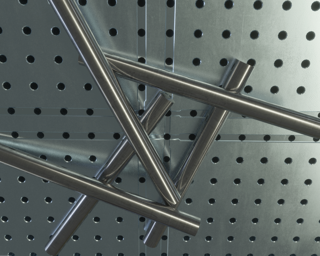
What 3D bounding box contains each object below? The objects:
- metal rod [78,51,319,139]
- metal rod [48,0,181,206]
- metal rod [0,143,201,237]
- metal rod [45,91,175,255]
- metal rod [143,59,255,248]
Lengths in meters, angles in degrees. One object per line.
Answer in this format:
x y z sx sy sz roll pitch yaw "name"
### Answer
0.049 -0.044 0.375 0.302 0.025 0.025 17 109 2 "metal rod"
-0.048 -0.026 0.373 0.025 0.025 0.299 -24 110 8 "metal rod"
-0.092 0.079 0.415 0.301 0.025 0.025 20 109 2 "metal rod"
-0.079 0.074 0.439 0.025 0.025 0.299 34 106 -12 "metal rod"
0.046 0.047 0.431 0.025 0.025 0.298 23 108 -9 "metal rod"
